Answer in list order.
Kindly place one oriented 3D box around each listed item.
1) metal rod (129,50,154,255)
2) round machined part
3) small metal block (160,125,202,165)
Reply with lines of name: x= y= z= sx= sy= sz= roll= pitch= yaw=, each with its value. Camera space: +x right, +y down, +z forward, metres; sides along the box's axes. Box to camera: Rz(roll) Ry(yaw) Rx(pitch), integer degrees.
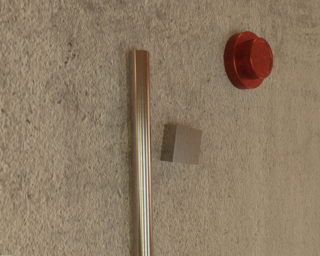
metal rod: x=-0.023 y=0.055 z=0.387 sx=0.025 sy=0.025 sz=0.298 roll=-2 pitch=92 yaw=-40
round machined part: x=0.157 y=-0.116 z=0.528 sx=0.099 sy=0.042 sz=0.097 roll=0 pitch=90 yaw=-40
small metal block: x=0.030 y=0.024 z=0.433 sx=0.050 sy=0.025 sz=0.050 roll=11 pitch=83 yaw=-40
